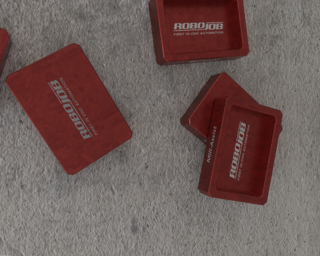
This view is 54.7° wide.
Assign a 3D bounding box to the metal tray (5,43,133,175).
[{"bbox_3d":[-0.104,-0.022,0.368,0.090,0.030,0.130,-33,101,-17],"label":"metal tray"}]

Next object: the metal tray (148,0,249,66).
[{"bbox_3d":[0.055,-0.137,0.426,0.131,0.030,0.089,-9,93,-20],"label":"metal tray"}]

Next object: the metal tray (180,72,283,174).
[{"bbox_3d":[0.105,-0.005,0.445,0.130,0.030,0.090,39,78,-16],"label":"metal tray"}]

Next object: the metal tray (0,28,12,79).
[{"bbox_3d":[-0.235,-0.079,0.319,0.131,0.030,0.090,17,84,-19],"label":"metal tray"}]

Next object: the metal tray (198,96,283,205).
[{"bbox_3d":[0.108,0.031,0.413,0.091,0.030,0.129,13,86,-20],"label":"metal tray"}]
